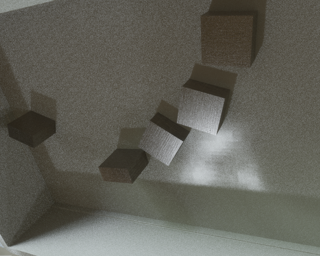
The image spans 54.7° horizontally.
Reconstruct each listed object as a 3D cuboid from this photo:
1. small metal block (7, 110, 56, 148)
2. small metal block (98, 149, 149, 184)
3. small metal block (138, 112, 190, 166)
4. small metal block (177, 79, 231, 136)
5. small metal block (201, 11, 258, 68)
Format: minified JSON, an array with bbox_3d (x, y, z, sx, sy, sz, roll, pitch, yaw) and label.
[{"bbox_3d":[-0.207,0.001,0.503,0.050,0.050,0.025,22,127,15],"label":"small metal block"},{"bbox_3d":[-0.052,0.054,0.454,0.050,0.050,0.025,-1,118,29],"label":"small metal block"},{"bbox_3d":[0.004,0.015,0.416,0.050,0.025,0.050,32,129,7],"label":"small metal block"},{"bbox_3d":[0.051,-0.025,0.366,0.050,0.025,0.050,18,126,17],"label":"small metal block"},{"bbox_3d":[0.070,-0.091,0.315,0.050,0.025,0.050,9,122,23],"label":"small metal block"}]
